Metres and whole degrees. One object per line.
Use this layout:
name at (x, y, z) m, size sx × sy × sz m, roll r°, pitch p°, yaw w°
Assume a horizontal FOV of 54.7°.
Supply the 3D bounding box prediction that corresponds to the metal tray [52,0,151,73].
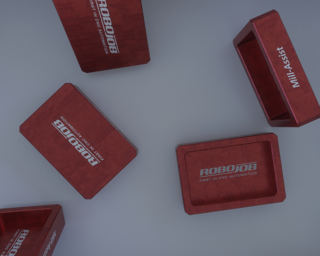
metal tray at (-0.064, -0.126, 0.362) m, size 0.091 × 0.129 × 0.030 m, roll -9°, pitch 55°, yaw 0°

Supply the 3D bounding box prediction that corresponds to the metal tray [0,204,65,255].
metal tray at (-0.172, 0.139, 0.356) m, size 0.091 × 0.130 × 0.030 m, roll -4°, pitch 109°, yaw 0°

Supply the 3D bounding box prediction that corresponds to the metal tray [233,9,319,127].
metal tray at (0.138, -0.066, 0.379) m, size 0.030 × 0.090 × 0.129 m, roll -24°, pitch 90°, yaw 0°

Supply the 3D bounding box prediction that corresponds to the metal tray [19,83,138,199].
metal tray at (-0.104, 0.017, 0.408) m, size 0.090 × 0.030 × 0.130 m, roll -44°, pitch 90°, yaw 0°

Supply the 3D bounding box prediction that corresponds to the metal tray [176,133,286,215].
metal tray at (0.091, 0.058, 0.409) m, size 0.131 × 0.030 × 0.089 m, roll -8°, pitch 90°, yaw 0°
